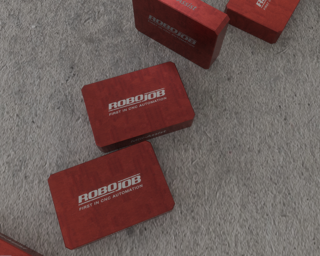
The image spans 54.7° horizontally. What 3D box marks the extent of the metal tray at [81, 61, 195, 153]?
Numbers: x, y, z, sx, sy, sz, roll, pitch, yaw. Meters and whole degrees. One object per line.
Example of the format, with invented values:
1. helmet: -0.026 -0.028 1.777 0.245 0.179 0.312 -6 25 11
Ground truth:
1. metal tray: -0.029 -0.029 0.416 0.131 0.030 0.090 -17 71 -6

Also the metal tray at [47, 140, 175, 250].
1. metal tray: -0.058 0.079 0.376 0.131 0.030 0.090 -20 71 -7

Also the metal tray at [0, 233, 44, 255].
1. metal tray: -0.194 0.167 0.343 0.130 0.030 0.090 24 72 8

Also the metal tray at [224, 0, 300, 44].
1. metal tray: 0.168 -0.203 0.481 0.090 0.030 0.130 30 73 10

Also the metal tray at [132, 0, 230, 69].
1. metal tray: 0.024 -0.144 0.426 0.130 0.090 0.030 33 74 11
